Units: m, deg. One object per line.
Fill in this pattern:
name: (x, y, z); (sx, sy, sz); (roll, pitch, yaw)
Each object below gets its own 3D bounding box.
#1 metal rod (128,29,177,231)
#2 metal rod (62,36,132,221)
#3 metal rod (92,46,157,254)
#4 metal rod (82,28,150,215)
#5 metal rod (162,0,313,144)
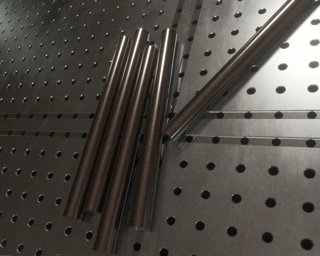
metal rod: (-0.005, -0.017, 0.419); (0.025, 0.025, 0.299); (-6, 59, 25)
metal rod: (-0.085, -0.016, 0.460); (0.025, 0.025, 0.299); (-3, 60, 26)
metal rod: (-0.039, 0.011, 0.420); (0.025, 0.025, 0.299); (-3, 60, 26)
metal rod: (-0.057, -0.026, 0.452); (0.025, 0.025, 0.299); (-3, 60, 26)
metal rod: (0.115, -0.096, 0.406); (0.300, 0.025, 0.025); (-46, 51, -5)
